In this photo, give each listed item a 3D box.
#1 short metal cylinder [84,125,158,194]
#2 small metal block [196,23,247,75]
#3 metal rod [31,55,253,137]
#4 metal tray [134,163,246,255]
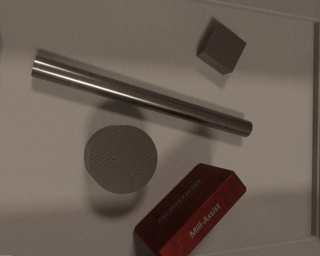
[{"bbox_3d":[-0.049,0.036,0.380,0.081,0.050,0.079,0,90,-21],"label":"short metal cylinder"},{"bbox_3d":[0.088,-0.112,0.445,0.050,0.025,0.050,31,80,-18],"label":"small metal block"},{"bbox_3d":[-0.008,-0.035,0.408,0.302,0.025,0.025,15,85,-20],"label":"metal rod"},{"bbox_3d":[0.035,0.103,0.390,0.130,0.090,0.030,-42,104,-15],"label":"metal tray"}]
